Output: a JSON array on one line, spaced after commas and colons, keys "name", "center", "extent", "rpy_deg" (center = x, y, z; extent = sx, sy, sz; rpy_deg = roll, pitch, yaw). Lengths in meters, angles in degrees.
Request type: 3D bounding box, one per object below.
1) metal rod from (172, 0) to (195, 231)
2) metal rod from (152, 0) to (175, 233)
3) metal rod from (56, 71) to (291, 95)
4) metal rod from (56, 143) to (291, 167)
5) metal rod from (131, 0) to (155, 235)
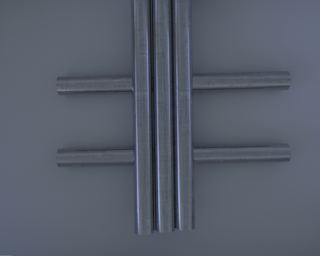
[{"name": "metal rod", "center": [0.029, -0.026, 0.384], "extent": [0.025, 0.025, 0.298], "rpy_deg": [-1, 90, 0]}, {"name": "metal rod", "center": [0.004, -0.023, 0.384], "extent": [0.025, 0.025, 0.298], "rpy_deg": [-1, 90, 0]}, {"name": "metal rod", "center": [0.018, -0.059, 0.410], "extent": [0.302, 0.025, 0.025], "rpy_deg": [-1, 90, 0]}, {"name": "metal rod", "center": [0.018, 0.036, 0.410], "extent": [0.302, 0.025, 0.025], "rpy_deg": [-1, 90, 0]}, {"name": "metal rod", "center": [-0.022, -0.021, 0.384], "extent": [0.025, 0.025, 0.298], "rpy_deg": [-1, 90, 0]}]
